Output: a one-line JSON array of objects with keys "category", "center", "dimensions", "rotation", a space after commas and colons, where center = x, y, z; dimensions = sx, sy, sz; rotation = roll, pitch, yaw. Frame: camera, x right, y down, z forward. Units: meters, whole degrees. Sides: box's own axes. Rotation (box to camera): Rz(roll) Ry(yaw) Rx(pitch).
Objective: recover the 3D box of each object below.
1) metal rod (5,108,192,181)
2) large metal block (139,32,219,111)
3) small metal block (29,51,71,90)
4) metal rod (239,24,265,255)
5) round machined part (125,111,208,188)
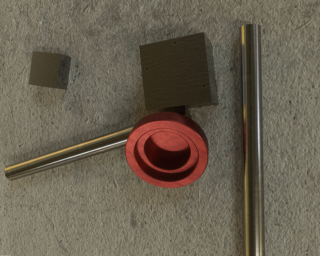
[{"category": "metal rod", "center": [-0.099, 0.028, 0.442], "dimensions": [0.301, 0.025, 0.025], "rotation": [-17, 84, 18]}, {"category": "large metal block", "center": [0.025, -0.065, 0.386], "dimensions": [0.080, 0.050, 0.080], "rotation": [-7, 88, 19]}, {"category": "small metal block", "center": [-0.165, -0.086, 0.466], "dimensions": [0.050, 0.025, 0.050], "rotation": [9, 93, 19]}, {"category": "metal rod", "center": [0.110, 0.029, 0.369], "dimensions": [0.025, 0.025, 0.298], "rotation": [-1, 90, 19]}, {"category": "round machined part", "center": [0.010, 0.023, 0.381], "dimensions": [0.099, 0.042, 0.097], "rotation": [4, 120, 7]}]
